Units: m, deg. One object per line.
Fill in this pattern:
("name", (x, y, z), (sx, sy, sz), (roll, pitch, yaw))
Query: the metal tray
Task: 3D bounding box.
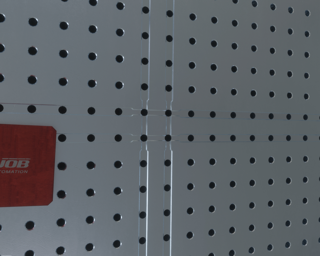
("metal tray", (-0.186, 0.040, 0.342), (0.131, 0.030, 0.089), (3, 89, -20))
